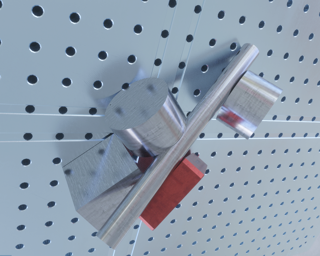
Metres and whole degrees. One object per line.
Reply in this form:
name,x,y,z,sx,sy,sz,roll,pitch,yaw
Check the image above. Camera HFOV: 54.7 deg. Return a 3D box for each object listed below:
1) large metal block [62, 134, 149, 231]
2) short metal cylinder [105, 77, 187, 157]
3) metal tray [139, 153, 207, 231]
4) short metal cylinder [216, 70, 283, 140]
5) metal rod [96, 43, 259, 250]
large metal block,-0.064,0.064,0.381,0.080,0.080,0.050,-34,129,-6
short metal cylinder,-0.016,-0.013,0.360,0.080,0.080,0.050,-37,130,-4
metal tray,0.021,0.079,0.419,0.090,0.030,0.130,-48,171,6
short metal cylinder,0.120,-0.031,0.418,0.080,0.050,0.080,-51,166,-17
metal rod,0.033,0.006,0.365,0.301,0.025,0.025,-51,132,-20
